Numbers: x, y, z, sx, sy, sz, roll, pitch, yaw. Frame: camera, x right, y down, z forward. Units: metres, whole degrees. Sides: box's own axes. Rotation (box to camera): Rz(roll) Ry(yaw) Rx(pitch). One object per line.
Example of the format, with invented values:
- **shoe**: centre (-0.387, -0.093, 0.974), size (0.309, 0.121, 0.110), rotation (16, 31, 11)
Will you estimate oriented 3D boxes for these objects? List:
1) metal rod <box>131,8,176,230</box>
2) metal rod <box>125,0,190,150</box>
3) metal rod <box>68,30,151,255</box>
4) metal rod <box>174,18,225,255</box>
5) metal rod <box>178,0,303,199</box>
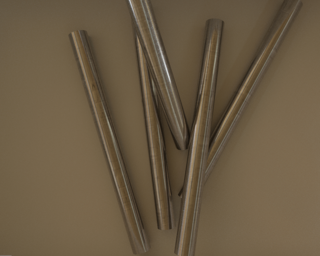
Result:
- **metal rod**: centre (-0.010, -0.017, 0.411), size (0.025, 0.025, 0.298), rotation (-7, 90, 0)
- **metal rod**: centre (-0.011, -0.100, 0.340), size (0.025, 0.025, 0.298), rotation (-20, 120, 0)
- **metal rod**: centre (-0.066, 0.019, 0.410), size (0.025, 0.025, 0.298), rotation (-17, 90, 0)
- **metal rod**: centre (0.052, 0.006, 0.394), size (0.025, 0.025, 0.298), rotation (9, 83, -1)
- **metal rod**: centre (0.107, -0.037, 0.412), size (0.025, 0.025, 0.299), rotation (29, 90, -1)
